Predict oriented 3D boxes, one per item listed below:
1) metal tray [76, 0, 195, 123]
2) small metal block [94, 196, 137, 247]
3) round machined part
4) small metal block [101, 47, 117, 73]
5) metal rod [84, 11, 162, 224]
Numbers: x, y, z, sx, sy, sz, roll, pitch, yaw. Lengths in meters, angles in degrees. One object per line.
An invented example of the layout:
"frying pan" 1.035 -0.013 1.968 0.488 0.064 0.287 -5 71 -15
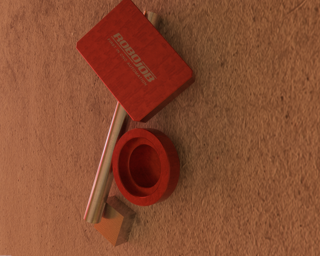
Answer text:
"metal tray" -0.031 -0.082 0.384 0.090 0.030 0.130 -40 79 7
"small metal block" -0.067 0.136 0.458 0.050 0.025 0.050 28 107 36
"round machined part" -0.013 0.049 0.403 0.098 0.042 0.097 0 90 39
"small metal block" -0.067 -0.093 0.439 0.025 0.050 0.050 -18 75 -3
"metal rod" -0.054 -0.010 0.429 0.025 0.025 0.298 23 99 37
